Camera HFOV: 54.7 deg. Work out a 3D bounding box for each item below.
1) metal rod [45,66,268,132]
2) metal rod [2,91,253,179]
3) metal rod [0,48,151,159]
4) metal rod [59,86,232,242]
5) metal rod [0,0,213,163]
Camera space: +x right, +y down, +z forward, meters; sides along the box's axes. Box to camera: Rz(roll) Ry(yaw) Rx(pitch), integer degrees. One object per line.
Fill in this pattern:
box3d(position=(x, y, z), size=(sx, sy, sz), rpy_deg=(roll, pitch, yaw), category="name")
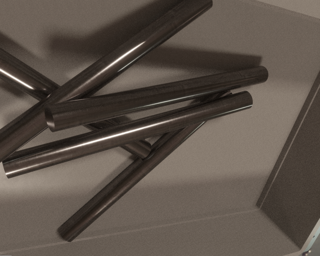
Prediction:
box3d(position=(0.023, -0.042, 0.361), size=(0.303, 0.025, 0.025), rpy_deg=(-16, 126, -33), category="metal rod")
box3d(position=(-0.020, 0.001, 0.365), size=(0.302, 0.025, 0.025), rpy_deg=(-16, 125, -20), category="metal rod")
box3d(position=(-0.117, -0.037, 0.322), size=(0.025, 0.025, 0.301), rpy_deg=(-50, 129, 6), category="metal rod")
box3d(position=(-0.018, 0.048, 0.430), size=(0.300, 0.025, 0.025), rpy_deg=(-42, 130, 0), category="metal rod")
box3d(position=(-0.064, -0.053, 0.316), size=(0.301, 0.025, 0.025), rpy_deg=(-39, 130, -12), category="metal rod")
